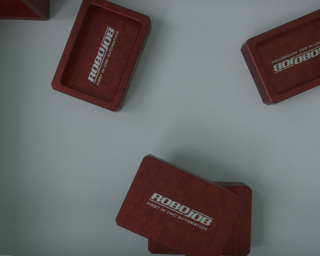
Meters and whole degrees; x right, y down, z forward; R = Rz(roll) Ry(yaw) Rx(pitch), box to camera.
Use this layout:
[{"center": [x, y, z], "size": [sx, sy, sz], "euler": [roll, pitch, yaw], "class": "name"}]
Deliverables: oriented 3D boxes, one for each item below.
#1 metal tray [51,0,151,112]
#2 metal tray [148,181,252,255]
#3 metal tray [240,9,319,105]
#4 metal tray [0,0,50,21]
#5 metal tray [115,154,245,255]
[{"center": [-0.075, -0.096, 0.407], "size": [0.090, 0.030, 0.129], "euler": [21, 90, 0], "class": "metal tray"}, {"center": [0.051, 0.117, 0.409], "size": [0.131, 0.030, 0.089], "euler": [2, 90, 0], "class": "metal tray"}, {"center": [0.186, -0.096, 0.409], "size": [0.131, 0.030, 0.090], "euler": [-23, 90, 0], "class": "metal tray"}, {"center": [-0.214, -0.162, 0.376], "size": [0.131, 0.090, 0.030], "euler": [2, 90, 0], "class": "metal tray"}, {"center": [0.024, 0.098, 0.378], "size": [0.131, 0.030, 0.090], "euler": [24, 90, 0], "class": "metal tray"}]
